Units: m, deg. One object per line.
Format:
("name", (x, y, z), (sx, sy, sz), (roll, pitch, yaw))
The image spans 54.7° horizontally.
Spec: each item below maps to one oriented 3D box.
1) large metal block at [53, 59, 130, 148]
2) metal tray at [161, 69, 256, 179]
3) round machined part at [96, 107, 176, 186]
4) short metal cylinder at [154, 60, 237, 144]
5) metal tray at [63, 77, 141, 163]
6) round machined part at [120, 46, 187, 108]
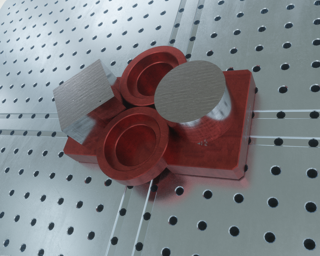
("large metal block", (-0.092, -0.034, 0.423), (0.080, 0.050, 0.080), (-32, 52, 7))
("metal tray", (0.061, -0.008, 0.375), (0.090, 0.030, 0.130), (1, 62, 28))
("round machined part", (-0.026, 0.025, 0.384), (0.098, 0.042, 0.098), (-13, 56, 21))
("short metal cylinder", (0.041, -0.029, 0.349), (0.080, 0.050, 0.080), (-13, 56, 21))
("metal tray", (-0.077, -0.014, 0.454), (0.090, 0.030, 0.130), (1, 62, 27))
("round machined part", (-0.002, -0.061, 0.424), (0.098, 0.042, 0.098), (-13, 56, 21))
